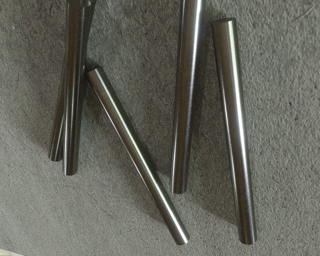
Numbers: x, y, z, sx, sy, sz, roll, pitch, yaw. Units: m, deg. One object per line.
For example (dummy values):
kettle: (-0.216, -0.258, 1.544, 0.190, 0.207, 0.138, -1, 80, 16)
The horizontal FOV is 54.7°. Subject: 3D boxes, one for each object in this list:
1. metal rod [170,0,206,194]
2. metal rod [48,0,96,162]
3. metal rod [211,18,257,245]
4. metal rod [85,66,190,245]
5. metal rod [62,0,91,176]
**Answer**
metal rod: (0.030, -0.039, 0.366, 0.025, 0.025, 0.298, 15, 125, 20)
metal rod: (-0.129, -0.058, 0.438, 0.025, 0.025, 0.298, 31, 129, 8)
metal rod: (0.093, 0.024, 0.372, 0.025, 0.025, 0.298, 1, 119, 27)
metal rod: (-0.026, 0.051, 0.452, 0.025, 0.025, 0.299, -13, 112, 34)
metal rod: (-0.121, -0.031, 0.432, 0.025, 0.025, 0.298, 28, 134, 10)
